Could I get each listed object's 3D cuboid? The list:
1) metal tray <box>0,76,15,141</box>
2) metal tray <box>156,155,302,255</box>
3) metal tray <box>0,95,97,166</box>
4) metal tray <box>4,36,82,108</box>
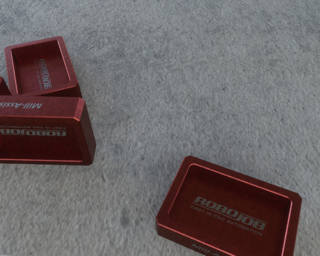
[{"bbox_3d":[-0.245,-0.019,0.373,0.131,0.089,0.030,-2,50,-3],"label":"metal tray"},{"bbox_3d":[0.072,0.090,0.324,0.130,0.030,0.090,19,52,14],"label":"metal tray"},{"bbox_3d":[-0.146,0.005,0.354,0.131,0.089,0.030,1,50,1],"label":"metal tray"},{"bbox_3d":[-0.178,-0.084,0.467,0.091,0.030,0.130,-17,52,-14],"label":"metal tray"}]
